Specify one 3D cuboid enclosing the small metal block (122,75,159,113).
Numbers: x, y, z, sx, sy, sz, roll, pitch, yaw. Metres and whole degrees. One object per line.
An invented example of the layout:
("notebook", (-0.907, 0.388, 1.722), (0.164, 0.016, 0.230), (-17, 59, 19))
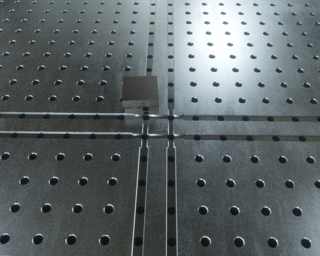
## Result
("small metal block", (-0.028, -0.049, 0.449), (0.050, 0.025, 0.050), (-3, 50, -2))
